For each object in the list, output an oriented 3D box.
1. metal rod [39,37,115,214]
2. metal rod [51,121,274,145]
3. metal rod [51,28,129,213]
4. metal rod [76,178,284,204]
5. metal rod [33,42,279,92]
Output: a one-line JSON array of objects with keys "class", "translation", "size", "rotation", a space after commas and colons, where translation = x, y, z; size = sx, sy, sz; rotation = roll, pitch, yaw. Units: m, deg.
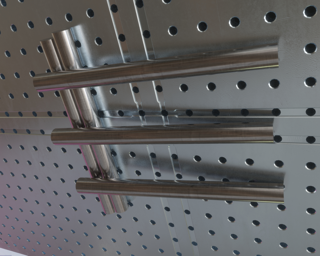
[{"class": "metal rod", "translation": [-0.117, 0.012, 0.477], "size": [0.025, 0.025, 0.298], "rotation": [1, 119, 27]}, {"class": "metal rod", "translation": [-0.013, 0.009, 0.402], "size": [0.301, 0.025, 0.025], "rotation": [-2, 118, 21]}, {"class": "metal rod", "translation": [-0.096, 0.005, 0.462], "size": [0.025, 0.025, 0.298], "rotation": [1, 119, 27]}, {"class": "metal rod", "translation": [0.013, 0.086, 0.437], "size": [0.301, 0.025, 0.025], "rotation": [-2, 118, 22]}, {"class": "metal rod", "translation": [-0.022, -0.066, 0.362], "size": [0.301, 0.025, 0.025], "rotation": [-2, 118, 22]}]
